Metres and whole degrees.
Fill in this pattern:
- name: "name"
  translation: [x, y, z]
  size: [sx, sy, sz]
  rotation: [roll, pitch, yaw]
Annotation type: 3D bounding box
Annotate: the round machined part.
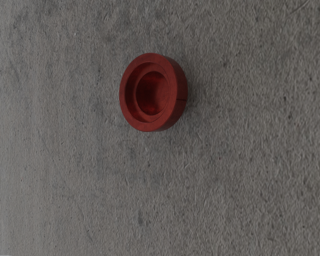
- name: "round machined part"
  translation: [-0.004, -0.044, 0.398]
  size: [0.098, 0.042, 0.097]
  rotation: [0, 90, 40]
